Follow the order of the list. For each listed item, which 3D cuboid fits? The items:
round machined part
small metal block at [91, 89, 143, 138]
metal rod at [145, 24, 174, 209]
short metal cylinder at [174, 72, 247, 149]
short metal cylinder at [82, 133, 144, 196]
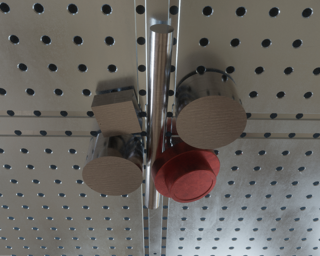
[{"bbox_3d":[0.040,0.068,0.438,0.099,0.042,0.097,-11,131,-12],"label":"round machined part"},{"bbox_3d":[-0.053,-0.018,0.391,0.050,0.025,0.050,-9,130,7],"label":"small metal block"},{"bbox_3d":[-0.005,0.011,0.415,0.025,0.025,0.298,2,130,-2],"label":"metal rod"},{"bbox_3d":[0.059,-0.020,0.373,0.081,0.050,0.079,0,130,0],"label":"short metal cylinder"},{"bbox_3d":[-0.063,0.049,0.431,0.081,0.050,0.079,0,130,0],"label":"short metal cylinder"}]
